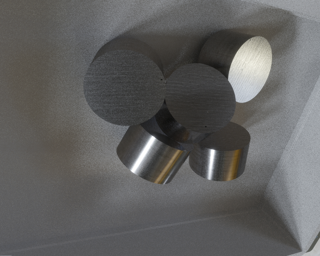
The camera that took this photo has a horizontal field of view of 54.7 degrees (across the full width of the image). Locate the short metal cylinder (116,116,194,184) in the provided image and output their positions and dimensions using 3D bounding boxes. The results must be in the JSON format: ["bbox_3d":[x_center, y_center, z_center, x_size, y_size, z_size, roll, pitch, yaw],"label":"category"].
[{"bbox_3d":[-0.006,0.024,0.382,0.081,0.080,0.050,18,112,-35],"label":"short metal cylinder"}]

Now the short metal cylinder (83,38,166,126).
[{"bbox_3d":[-0.035,-0.049,0.325,0.081,0.050,0.079,-1,118,-2],"label":"short metal cylinder"}]

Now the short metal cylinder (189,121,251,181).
[{"bbox_3d":[0.082,0.029,0.436,0.081,0.080,0.050,-13,124,-21],"label":"short metal cylinder"}]

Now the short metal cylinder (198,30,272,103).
[{"bbox_3d":[0.093,-0.077,0.384,0.081,0.050,0.079,-20,124,-33],"label":"short metal cylinder"}]

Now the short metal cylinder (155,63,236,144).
[{"bbox_3d":[0.038,-0.026,0.354,0.081,0.080,0.050,-18,169,-18],"label":"short metal cylinder"}]
